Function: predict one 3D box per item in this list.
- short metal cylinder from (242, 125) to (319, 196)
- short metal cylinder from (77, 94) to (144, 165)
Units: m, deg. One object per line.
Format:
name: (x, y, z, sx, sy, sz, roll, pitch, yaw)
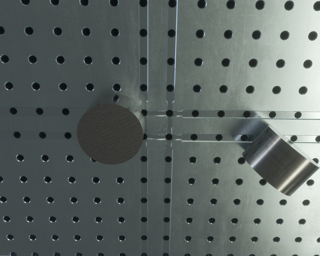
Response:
short metal cylinder: (0.155, 0.041, 0.401, 0.080, 0.080, 0.050, 35, 106, -12)
short metal cylinder: (-0.061, 0.000, 0.399, 0.081, 0.050, 0.079, 0, 110, 0)
